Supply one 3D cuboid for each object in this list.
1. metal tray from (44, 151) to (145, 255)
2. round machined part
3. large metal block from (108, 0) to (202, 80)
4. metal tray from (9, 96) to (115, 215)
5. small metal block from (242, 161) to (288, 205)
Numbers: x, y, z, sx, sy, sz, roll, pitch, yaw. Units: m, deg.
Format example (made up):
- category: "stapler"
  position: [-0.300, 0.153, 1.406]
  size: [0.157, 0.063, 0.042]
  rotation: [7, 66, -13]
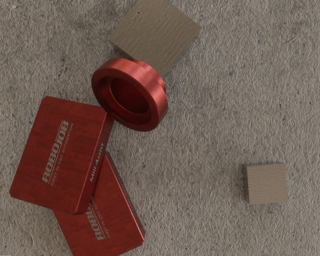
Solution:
- category: "metal tray"
  position: [-0.086, 0.106, 0.406]
  size: [0.090, 0.030, 0.129]
  rotation: [-24, 90, -1]
- category: "round machined part"
  position: [-0.032, -0.045, 0.382]
  size: [0.098, 0.098, 0.042]
  rotation: [37, 57, -1]
- category: "large metal block"
  position: [-0.006, -0.114, 0.397]
  size: [0.080, 0.050, 0.080]
  rotation: [38, 90, -1]
- category: "metal tray"
  position: [-0.119, 0.032, 0.383]
  size: [0.090, 0.030, 0.130]
  rotation: [12, 78, 14]
- category: "small metal block"
  position: [0.139, 0.072, 0.412]
  size: [0.050, 0.025, 0.050]
  rotation: [-4, 90, -1]
